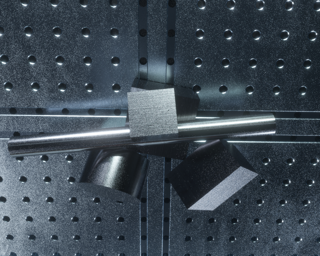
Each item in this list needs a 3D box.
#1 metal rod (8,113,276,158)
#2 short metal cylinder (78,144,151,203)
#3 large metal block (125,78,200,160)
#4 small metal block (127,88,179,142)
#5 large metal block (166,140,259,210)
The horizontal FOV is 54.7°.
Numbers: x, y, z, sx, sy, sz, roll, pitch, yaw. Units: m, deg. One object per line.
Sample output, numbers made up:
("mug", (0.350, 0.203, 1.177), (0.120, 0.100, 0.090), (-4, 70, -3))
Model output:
("metal rod", (-0.022, 0.009, 0.359), (0.302, 0.025, 0.025), (-5, 110, 2))
("short metal cylinder", (-0.057, 0.060, 0.395), (0.080, 0.080, 0.050), (18, 66, -7))
("large metal block", (-0.001, -0.012, 0.392), (0.081, 0.050, 0.079), (10, 110, -4))
("small metal block", (-0.007, -0.013, 0.338), (0.050, 0.025, 0.050), (-5, 75, 2))
("large metal block", (0.069, 0.060, 0.396), (0.080, 0.050, 0.080), (-43, 149, 14))
